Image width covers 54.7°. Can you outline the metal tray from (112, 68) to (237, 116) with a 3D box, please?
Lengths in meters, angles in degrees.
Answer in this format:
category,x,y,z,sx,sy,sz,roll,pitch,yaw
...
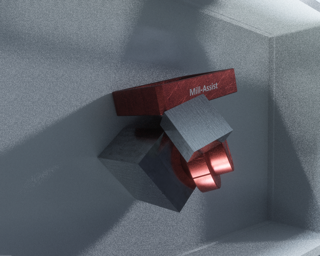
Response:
category,x,y,z,sx,sy,sz,roll,pitch,yaw
metal tray,0.020,-0.045,0.380,0.131,0.090,0.030,-19,103,-39

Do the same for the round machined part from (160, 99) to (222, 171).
category,x,y,z,sx,sy,sz,roll,pitch,yaw
round machined part,0.038,0.009,0.430,0.099,0.042,0.097,0,90,-40

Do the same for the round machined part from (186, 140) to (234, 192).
category,x,y,z,sx,sy,sz,roll,pitch,yaw
round machined part,0.058,0.024,0.369,0.098,0.042,0.097,-19,90,-76

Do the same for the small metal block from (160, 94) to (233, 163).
category,x,y,z,sx,sy,sz,roll,pitch,yaw
small metal block,0.036,-0.001,0.317,0.050,0.025,0.050,-27,69,-24

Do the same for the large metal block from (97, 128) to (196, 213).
category,x,y,z,sx,sy,sz,roll,pitch,yaw
large metal block,-0.012,0.046,0.361,0.050,0.080,0.080,-52,121,-28
